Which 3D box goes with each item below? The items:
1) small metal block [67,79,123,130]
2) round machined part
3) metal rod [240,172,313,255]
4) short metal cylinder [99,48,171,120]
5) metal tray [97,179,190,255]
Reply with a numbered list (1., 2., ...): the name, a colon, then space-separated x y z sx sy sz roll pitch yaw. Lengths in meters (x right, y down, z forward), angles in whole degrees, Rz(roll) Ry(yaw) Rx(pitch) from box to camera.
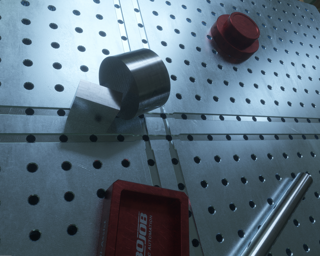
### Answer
1. small metal block: -0.078 -0.026 0.367 0.050 0.050 0.025 18 55 -19
2. round machined part: 0.151 -0.182 0.593 0.099 0.042 0.098 14 56 -21
3. metal rod: 0.128 0.146 0.389 0.302 0.025 0.025 -34 81 -38
4. short metal cylinder: -0.033 -0.056 0.390 0.050 0.080 0.080 -26 76 -37
5. metal tray: -0.016 0.126 0.320 0.091 0.030 0.130 15 55 -20
